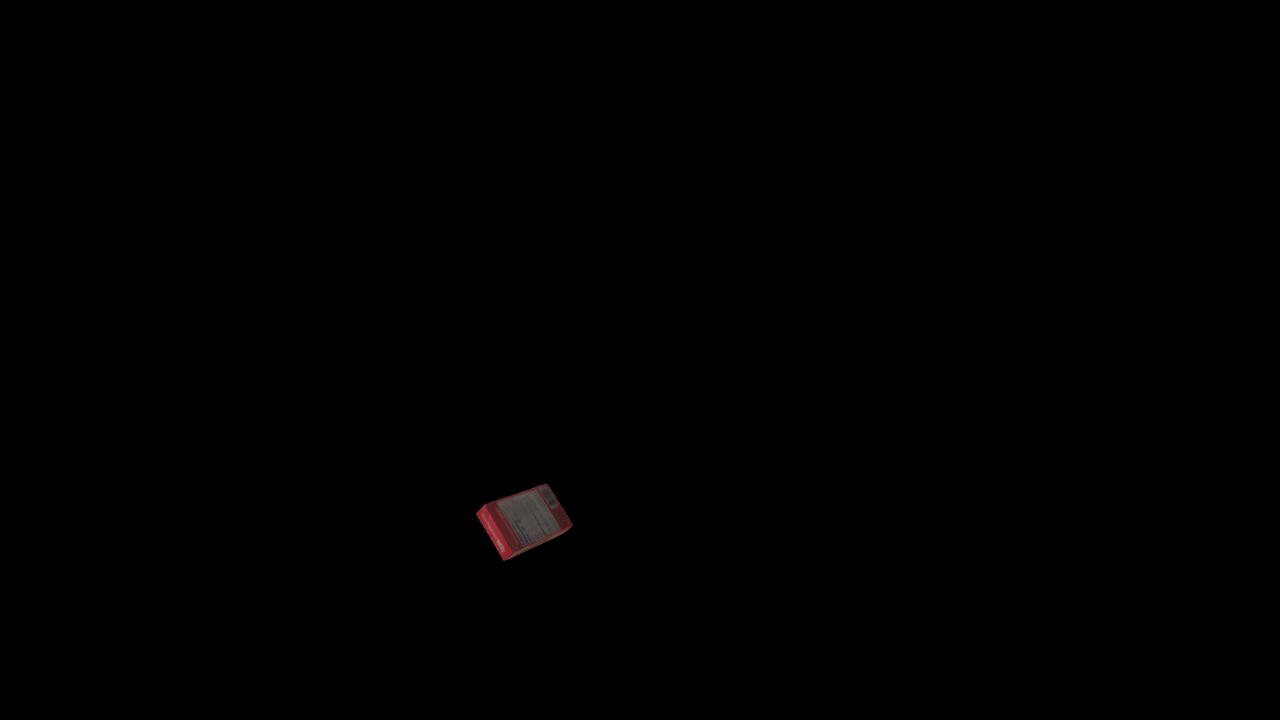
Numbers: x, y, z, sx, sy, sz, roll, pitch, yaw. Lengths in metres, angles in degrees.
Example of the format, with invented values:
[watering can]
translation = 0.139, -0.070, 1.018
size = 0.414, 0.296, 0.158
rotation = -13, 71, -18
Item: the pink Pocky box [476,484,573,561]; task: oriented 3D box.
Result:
[pink Pocky box]
translation = -0.175, 0.247, 0.950
size = 0.029, 0.084, 0.155
rotation = -43, -17, 21
